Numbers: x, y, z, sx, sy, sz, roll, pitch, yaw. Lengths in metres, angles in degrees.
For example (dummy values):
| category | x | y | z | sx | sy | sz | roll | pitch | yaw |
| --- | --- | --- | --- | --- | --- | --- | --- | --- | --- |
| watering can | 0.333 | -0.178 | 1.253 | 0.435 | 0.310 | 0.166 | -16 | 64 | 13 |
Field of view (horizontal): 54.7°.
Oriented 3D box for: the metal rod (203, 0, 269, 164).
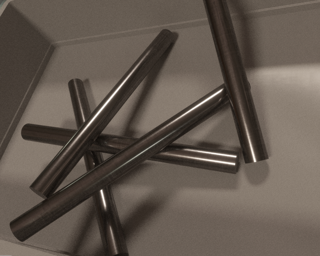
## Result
| category | x | y | z | sx | sy | sz | roll | pitch | yaw |
| --- | --- | --- | --- | --- | --- | --- | --- | --- | --- |
| metal rod | 0.071 | -0.109 | 0.350 | 0.025 | 0.025 | 0.298 | -15 | 83 | 19 |

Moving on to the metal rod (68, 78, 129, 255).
| category | x | y | z | sx | sy | sz | roll | pitch | yaw |
| --- | --- | --- | --- | --- | --- | --- | --- | --- | --- |
| metal rod | -0.095 | 0.034 | 0.432 | 0.025 | 0.025 | 0.300 | -30 | 52 | 8 |

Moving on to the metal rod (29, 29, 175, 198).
| category | x | y | z | sx | sy | sz | roll | pitch | yaw |
| --- | --- | --- | --- | --- | --- | --- | --- | --- | --- |
| metal rod | -0.060 | -0.037 | 0.413 | 0.025 | 0.025 | 0.301 | 12 | 54 | 33 |

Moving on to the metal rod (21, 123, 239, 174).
| category | x | y | z | sx | sy | sz | roll | pitch | yaw |
| --- | --- | --- | --- | --- | --- | --- | --- | --- | --- |
| metal rod | -0.054 | 0.022 | 0.395 | 0.301 | 0.025 | 0.025 | 7 | 65 | 22 |

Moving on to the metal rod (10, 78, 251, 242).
| category | x | y | z | sx | sy | sz | roll | pitch | yaw |
| --- | --- | --- | --- | --- | --- | --- | --- | --- | --- |
| metal rod | -0.024 | 0.027 | 0.347 | 0.301 | 0.025 | 0.025 | -33 | 51 | -9 |
